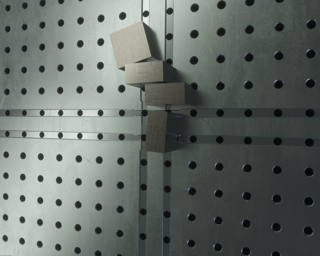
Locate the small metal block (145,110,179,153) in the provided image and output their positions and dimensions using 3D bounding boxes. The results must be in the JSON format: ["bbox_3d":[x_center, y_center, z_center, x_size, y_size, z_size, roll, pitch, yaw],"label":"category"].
[{"bbox_3d":[0.004,0.004,0.397,0.025,0.050,0.050,5,92,20],"label":"small metal block"}]

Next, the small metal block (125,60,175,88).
[{"bbox_3d":[-0.012,-0.068,0.403,0.050,0.050,0.025,-1,90,19],"label":"small metal block"}]

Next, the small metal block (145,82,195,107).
[{"bbox_3d":[0.014,-0.041,0.394,0.050,0.050,0.025,0,90,19],"label":"small metal block"}]

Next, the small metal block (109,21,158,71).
[{"bbox_3d":[-0.036,-0.111,0.424,0.050,0.025,0.050,-16,85,19],"label":"small metal block"}]
